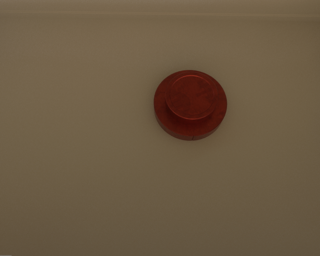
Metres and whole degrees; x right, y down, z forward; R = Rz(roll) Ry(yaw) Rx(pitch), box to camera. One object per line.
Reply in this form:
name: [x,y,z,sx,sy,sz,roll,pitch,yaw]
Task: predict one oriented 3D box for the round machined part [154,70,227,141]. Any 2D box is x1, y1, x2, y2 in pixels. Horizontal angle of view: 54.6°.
round machined part: [0.041,-0.035,0.414,0.099,0.042,0.098,0,70,0]
